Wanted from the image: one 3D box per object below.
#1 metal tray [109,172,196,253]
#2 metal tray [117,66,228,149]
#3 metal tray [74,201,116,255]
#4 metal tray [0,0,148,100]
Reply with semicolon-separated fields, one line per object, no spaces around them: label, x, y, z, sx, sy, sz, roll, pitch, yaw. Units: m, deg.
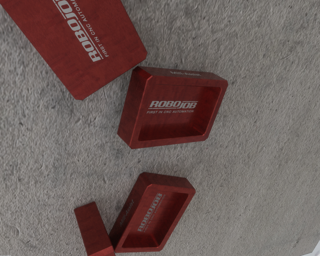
metal tray;-0.012;0.133;0.479;0.091;0.030;0.129;14;111;-34
metal tray;0.019;-0.025;0.382;0.131;0.030;0.089;-4;121;-39
metal tray;-0.081;0.178;0.430;0.030;0.090;0.129;-19;126;-18
metal tray;-0.080;-0.101;0.297;0.090;0.030;0.130;-35;129;-5
